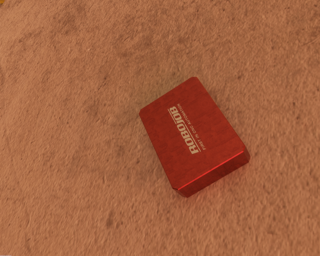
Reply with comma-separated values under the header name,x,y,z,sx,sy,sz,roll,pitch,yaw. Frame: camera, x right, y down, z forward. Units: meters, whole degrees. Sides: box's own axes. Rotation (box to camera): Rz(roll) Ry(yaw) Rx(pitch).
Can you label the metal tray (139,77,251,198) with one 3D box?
name,x,y,z,sx,sy,sz,roll,pitch,yaw
metal tray,0.037,0.007,0.378,0.090,0.030,0.130,-32,52,7
